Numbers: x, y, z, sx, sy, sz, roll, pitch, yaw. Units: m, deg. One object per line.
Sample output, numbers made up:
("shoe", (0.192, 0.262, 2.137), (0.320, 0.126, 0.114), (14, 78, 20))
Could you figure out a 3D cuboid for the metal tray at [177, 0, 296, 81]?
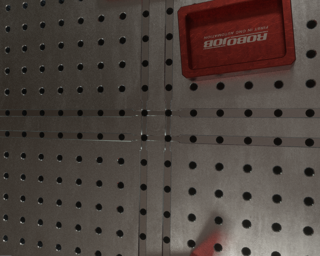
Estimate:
("metal tray", (0.091, -0.110, 0.377), (0.130, 0.030, 0.089), (-5, 89, 19))
